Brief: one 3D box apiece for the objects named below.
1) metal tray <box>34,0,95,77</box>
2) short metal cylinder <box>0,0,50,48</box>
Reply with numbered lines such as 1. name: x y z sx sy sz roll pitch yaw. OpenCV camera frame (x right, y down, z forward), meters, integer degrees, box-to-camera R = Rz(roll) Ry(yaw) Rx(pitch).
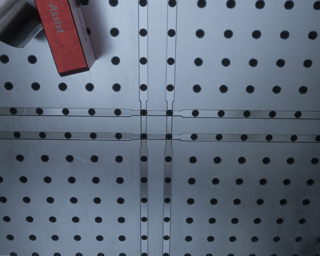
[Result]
1. metal tray: -0.104 -0.127 0.329 0.030 0.090 0.129 -14 110 -2
2. short metal cylinder: -0.163 -0.134 0.333 0.050 0.080 0.080 -40 106 13
